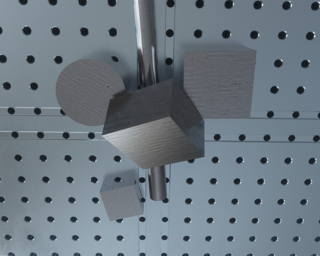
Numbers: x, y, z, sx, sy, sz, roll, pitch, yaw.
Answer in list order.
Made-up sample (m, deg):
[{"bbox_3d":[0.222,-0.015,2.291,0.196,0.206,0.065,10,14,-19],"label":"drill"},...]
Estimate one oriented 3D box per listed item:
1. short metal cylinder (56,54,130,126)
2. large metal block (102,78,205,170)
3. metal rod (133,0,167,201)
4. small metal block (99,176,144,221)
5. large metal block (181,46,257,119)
[{"bbox_3d":[-0.080,-0.048,0.381,0.081,0.050,0.079,0,110,-1],"label":"short metal cylinder"},{"bbox_3d":[-0.004,0.000,0.345,0.080,0.050,0.080,-15,140,26],"label":"large metal block"},{"bbox_3d":[-0.012,-0.040,0.398,0.025,0.025,0.298,-4,110,1],"label":"metal rod"},{"bbox_3d":[-0.054,0.103,0.451,0.050,0.025,0.050,-13,110,4],"label":"small metal block"},{"bbox_3d":[0.067,-0.057,0.380,0.081,0.050,0.079,-1,110,0],"label":"large metal block"}]
